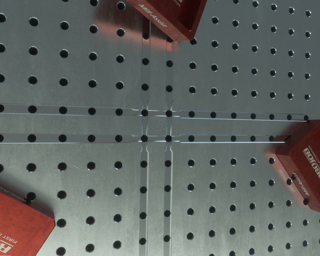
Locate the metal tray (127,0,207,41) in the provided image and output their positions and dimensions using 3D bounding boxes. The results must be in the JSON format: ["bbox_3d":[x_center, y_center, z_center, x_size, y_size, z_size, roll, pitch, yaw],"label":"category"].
[{"bbox_3d":[0.007,-0.178,0.381,0.131,0.030,0.090,26,81,-46],"label":"metal tray"}]

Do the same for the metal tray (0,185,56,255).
[{"bbox_3d":[-0.195,0.108,0.338,0.130,0.030,0.090,35,79,-17],"label":"metal tray"}]

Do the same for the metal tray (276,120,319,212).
[{"bbox_3d":[0.258,0.062,0.504,0.090,0.030,0.130,-39,103,-16],"label":"metal tray"}]
